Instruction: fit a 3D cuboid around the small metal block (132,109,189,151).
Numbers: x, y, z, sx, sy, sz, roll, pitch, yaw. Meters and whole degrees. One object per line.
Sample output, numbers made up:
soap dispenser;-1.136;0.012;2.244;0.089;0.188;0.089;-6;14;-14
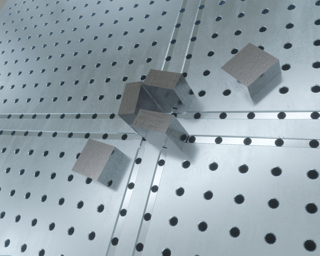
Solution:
small metal block;0.001;0.003;0.391;0.050;0.050;0.025;12;68;33

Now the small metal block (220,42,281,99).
small metal block;0.115;-0.074;0.394;0.050;0.025;0.050;-41;51;0

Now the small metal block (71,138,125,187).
small metal block;-0.085;0.047;0.425;0.050;0.025;0.050;14;69;33

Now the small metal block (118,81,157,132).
small metal block;-0.029;-0.028;0.426;0.025;0.050;0.050;-4;60;27

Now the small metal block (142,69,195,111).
small metal block;0.013;-0.051;0.418;0.050;0.050;0.025;15;70;34
